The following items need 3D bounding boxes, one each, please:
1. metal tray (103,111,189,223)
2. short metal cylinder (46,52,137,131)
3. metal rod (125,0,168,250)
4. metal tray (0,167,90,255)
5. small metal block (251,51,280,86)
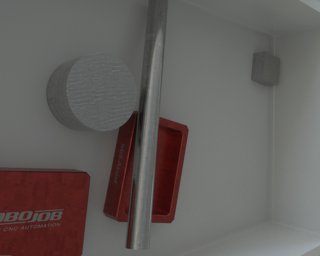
[{"bbox_3d":[-0.014,0.051,0.393,0.091,0.030,0.129,17,80,-39],"label":"metal tray"},{"bbox_3d":[-0.072,-0.037,0.331,0.081,0.050,0.079,0,90,-40],"label":"short metal cylinder"},{"bbox_3d":[-0.013,-0.020,0.357,0.025,0.025,0.299,17,70,-39],"label":"metal rod"},{"bbox_3d":[-0.135,0.084,0.291,0.131,0.030,0.089,8,85,-40],"label":"metal tray"},{"bbox_3d":[0.196,-0.109,0.574,0.050,0.025,0.050,10,83,-40],"label":"small metal block"}]
